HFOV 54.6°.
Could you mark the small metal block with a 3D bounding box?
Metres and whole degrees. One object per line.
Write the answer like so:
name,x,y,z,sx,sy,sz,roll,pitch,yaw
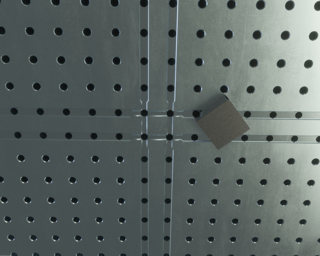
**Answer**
small metal block,0.082,-0.007,0.411,0.050,0.025,0.050,-36,106,12
